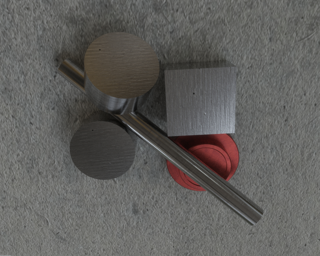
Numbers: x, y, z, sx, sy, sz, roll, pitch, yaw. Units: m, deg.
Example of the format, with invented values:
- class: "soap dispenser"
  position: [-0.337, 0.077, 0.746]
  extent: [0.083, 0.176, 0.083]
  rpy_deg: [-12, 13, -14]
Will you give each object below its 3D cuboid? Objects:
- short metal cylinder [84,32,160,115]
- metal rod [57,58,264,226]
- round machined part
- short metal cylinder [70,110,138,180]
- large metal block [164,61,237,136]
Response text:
- class: "short metal cylinder"
  position: [-0.046, -0.061, 0.355]
  extent: [0.081, 0.050, 0.080]
  rpy_deg: [4, 72, -13]
- class: "metal rod"
  position: [0.000, 0.016, 0.381]
  extent: [0.300, 0.025, 0.025]
  rpy_deg: [38, 106, 0]
- class: "round machined part"
  position: [0.058, 0.044, 0.418]
  extent: [0.099, 0.042, 0.097]
  rpy_deg: [0, 110, 0]
- class: "short metal cylinder"
  position: [-0.071, 0.020, 0.405]
  extent: [0.081, 0.050, 0.079]
  rpy_deg: [0, 110, 0]
- class: "large metal block"
  position: [0.047, -0.038, 0.382]
  extent: [0.080, 0.050, 0.079]
  rpy_deg: [-3, 110, 1]
